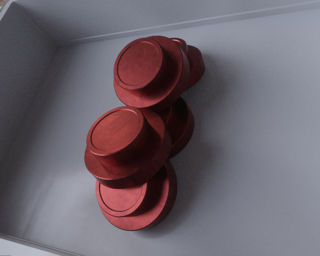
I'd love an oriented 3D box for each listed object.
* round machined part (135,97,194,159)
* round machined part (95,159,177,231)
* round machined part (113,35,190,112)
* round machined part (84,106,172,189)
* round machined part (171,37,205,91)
[{"bbox_3d":[-0.009,-0.008,0.402,0.098,0.042,0.098,-13,55,20],"label":"round machined part"},{"bbox_3d":[-0.034,0.066,0.352,0.098,0.042,0.098,-8,73,26],"label":"round machined part"},{"bbox_3d":[-0.017,-0.070,0.379,0.098,0.042,0.098,-9,70,26],"label":"round machined part"},{"bbox_3d":[-0.040,0.014,0.340,0.098,0.042,0.098,-14,45,15],"label":"round machined part"},{"bbox_3d":[0.010,-0.089,0.429,0.098,0.042,0.098,-14,40,13],"label":"round machined part"}]
